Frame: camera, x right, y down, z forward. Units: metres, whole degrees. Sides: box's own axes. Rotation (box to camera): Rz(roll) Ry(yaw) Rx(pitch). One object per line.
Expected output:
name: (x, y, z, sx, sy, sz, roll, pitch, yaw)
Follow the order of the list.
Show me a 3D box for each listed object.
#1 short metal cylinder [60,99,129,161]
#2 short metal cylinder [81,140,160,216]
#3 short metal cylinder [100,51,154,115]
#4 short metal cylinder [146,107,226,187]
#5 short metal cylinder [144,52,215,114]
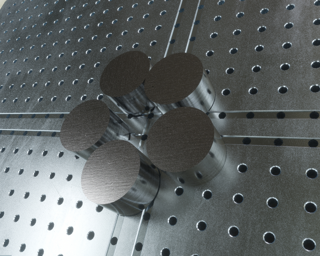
short metal cylinder: (-0.091, 0.007, 0.436, 0.080, 0.050, 0.080, -13, 57, 21)
short metal cylinder: (-0.048, 0.061, 0.378, 0.080, 0.050, 0.080, -14, 55, 21)
short metal cylinder: (-0.040, -0.065, 0.452, 0.080, 0.050, 0.080, -13, 56, 21)
short metal cylinder: (0.031, 0.022, 0.361, 0.080, 0.050, 0.080, -13, 58, 21)
short metal cylinder: (0.026, -0.052, 0.409, 0.080, 0.050, 0.080, -13, 56, 21)
